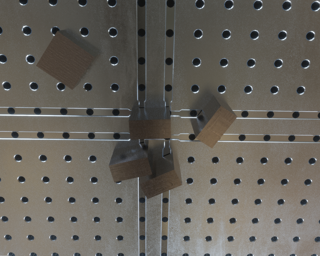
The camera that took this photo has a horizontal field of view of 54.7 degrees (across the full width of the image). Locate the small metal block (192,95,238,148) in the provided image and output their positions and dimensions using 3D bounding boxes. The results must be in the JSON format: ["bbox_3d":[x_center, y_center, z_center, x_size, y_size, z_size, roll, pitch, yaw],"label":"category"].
[{"bbox_3d":[0.068,-0.009,0.398,0.025,0.050,0.050,32,107,-12],"label":"small metal block"}]

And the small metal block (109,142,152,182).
[{"bbox_3d":[-0.037,0.045,0.416,0.050,0.050,0.025,-12,110,4],"label":"small metal block"}]

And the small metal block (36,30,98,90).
[{"bbox_3d":[-0.113,-0.084,0.381,0.050,0.025,0.050,35,106,-12],"label":"small metal block"}]

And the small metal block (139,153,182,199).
[{"bbox_3d":[0.001,0.065,0.424,0.050,0.050,0.025,-24,109,8],"label":"small metal block"}]

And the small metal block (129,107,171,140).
[{"bbox_3d":[-0.012,-0.007,0.397,0.050,0.050,0.025,-2,110,0],"label":"small metal block"}]
